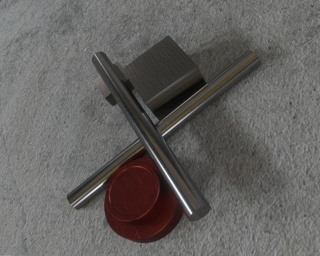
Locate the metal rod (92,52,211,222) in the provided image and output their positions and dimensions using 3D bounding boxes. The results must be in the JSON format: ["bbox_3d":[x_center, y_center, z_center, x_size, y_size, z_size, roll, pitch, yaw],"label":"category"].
[{"bbox_3d":[-0.028,-0.013,0.394,0.025,0.025,0.300,-37,51,3],"label":"metal rod"}]

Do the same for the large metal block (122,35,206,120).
[{"bbox_3d":[0.007,-0.068,0.428,0.080,0.050,0.080,-36,51,4],"label":"large metal block"}]

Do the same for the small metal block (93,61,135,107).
[{"bbox_3d":[-0.070,-0.069,0.484,0.050,0.025,0.050,-40,51,0],"label":"small metal block"}]

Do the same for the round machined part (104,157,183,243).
[{"bbox_3d":[-0.023,0.078,0.357,0.098,0.042,0.098,-13,56,20],"label":"round machined part"}]

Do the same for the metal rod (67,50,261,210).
[{"bbox_3d":[0.004,0.003,0.402,0.300,0.025,0.025,-39,51,1],"label":"metal rod"}]
